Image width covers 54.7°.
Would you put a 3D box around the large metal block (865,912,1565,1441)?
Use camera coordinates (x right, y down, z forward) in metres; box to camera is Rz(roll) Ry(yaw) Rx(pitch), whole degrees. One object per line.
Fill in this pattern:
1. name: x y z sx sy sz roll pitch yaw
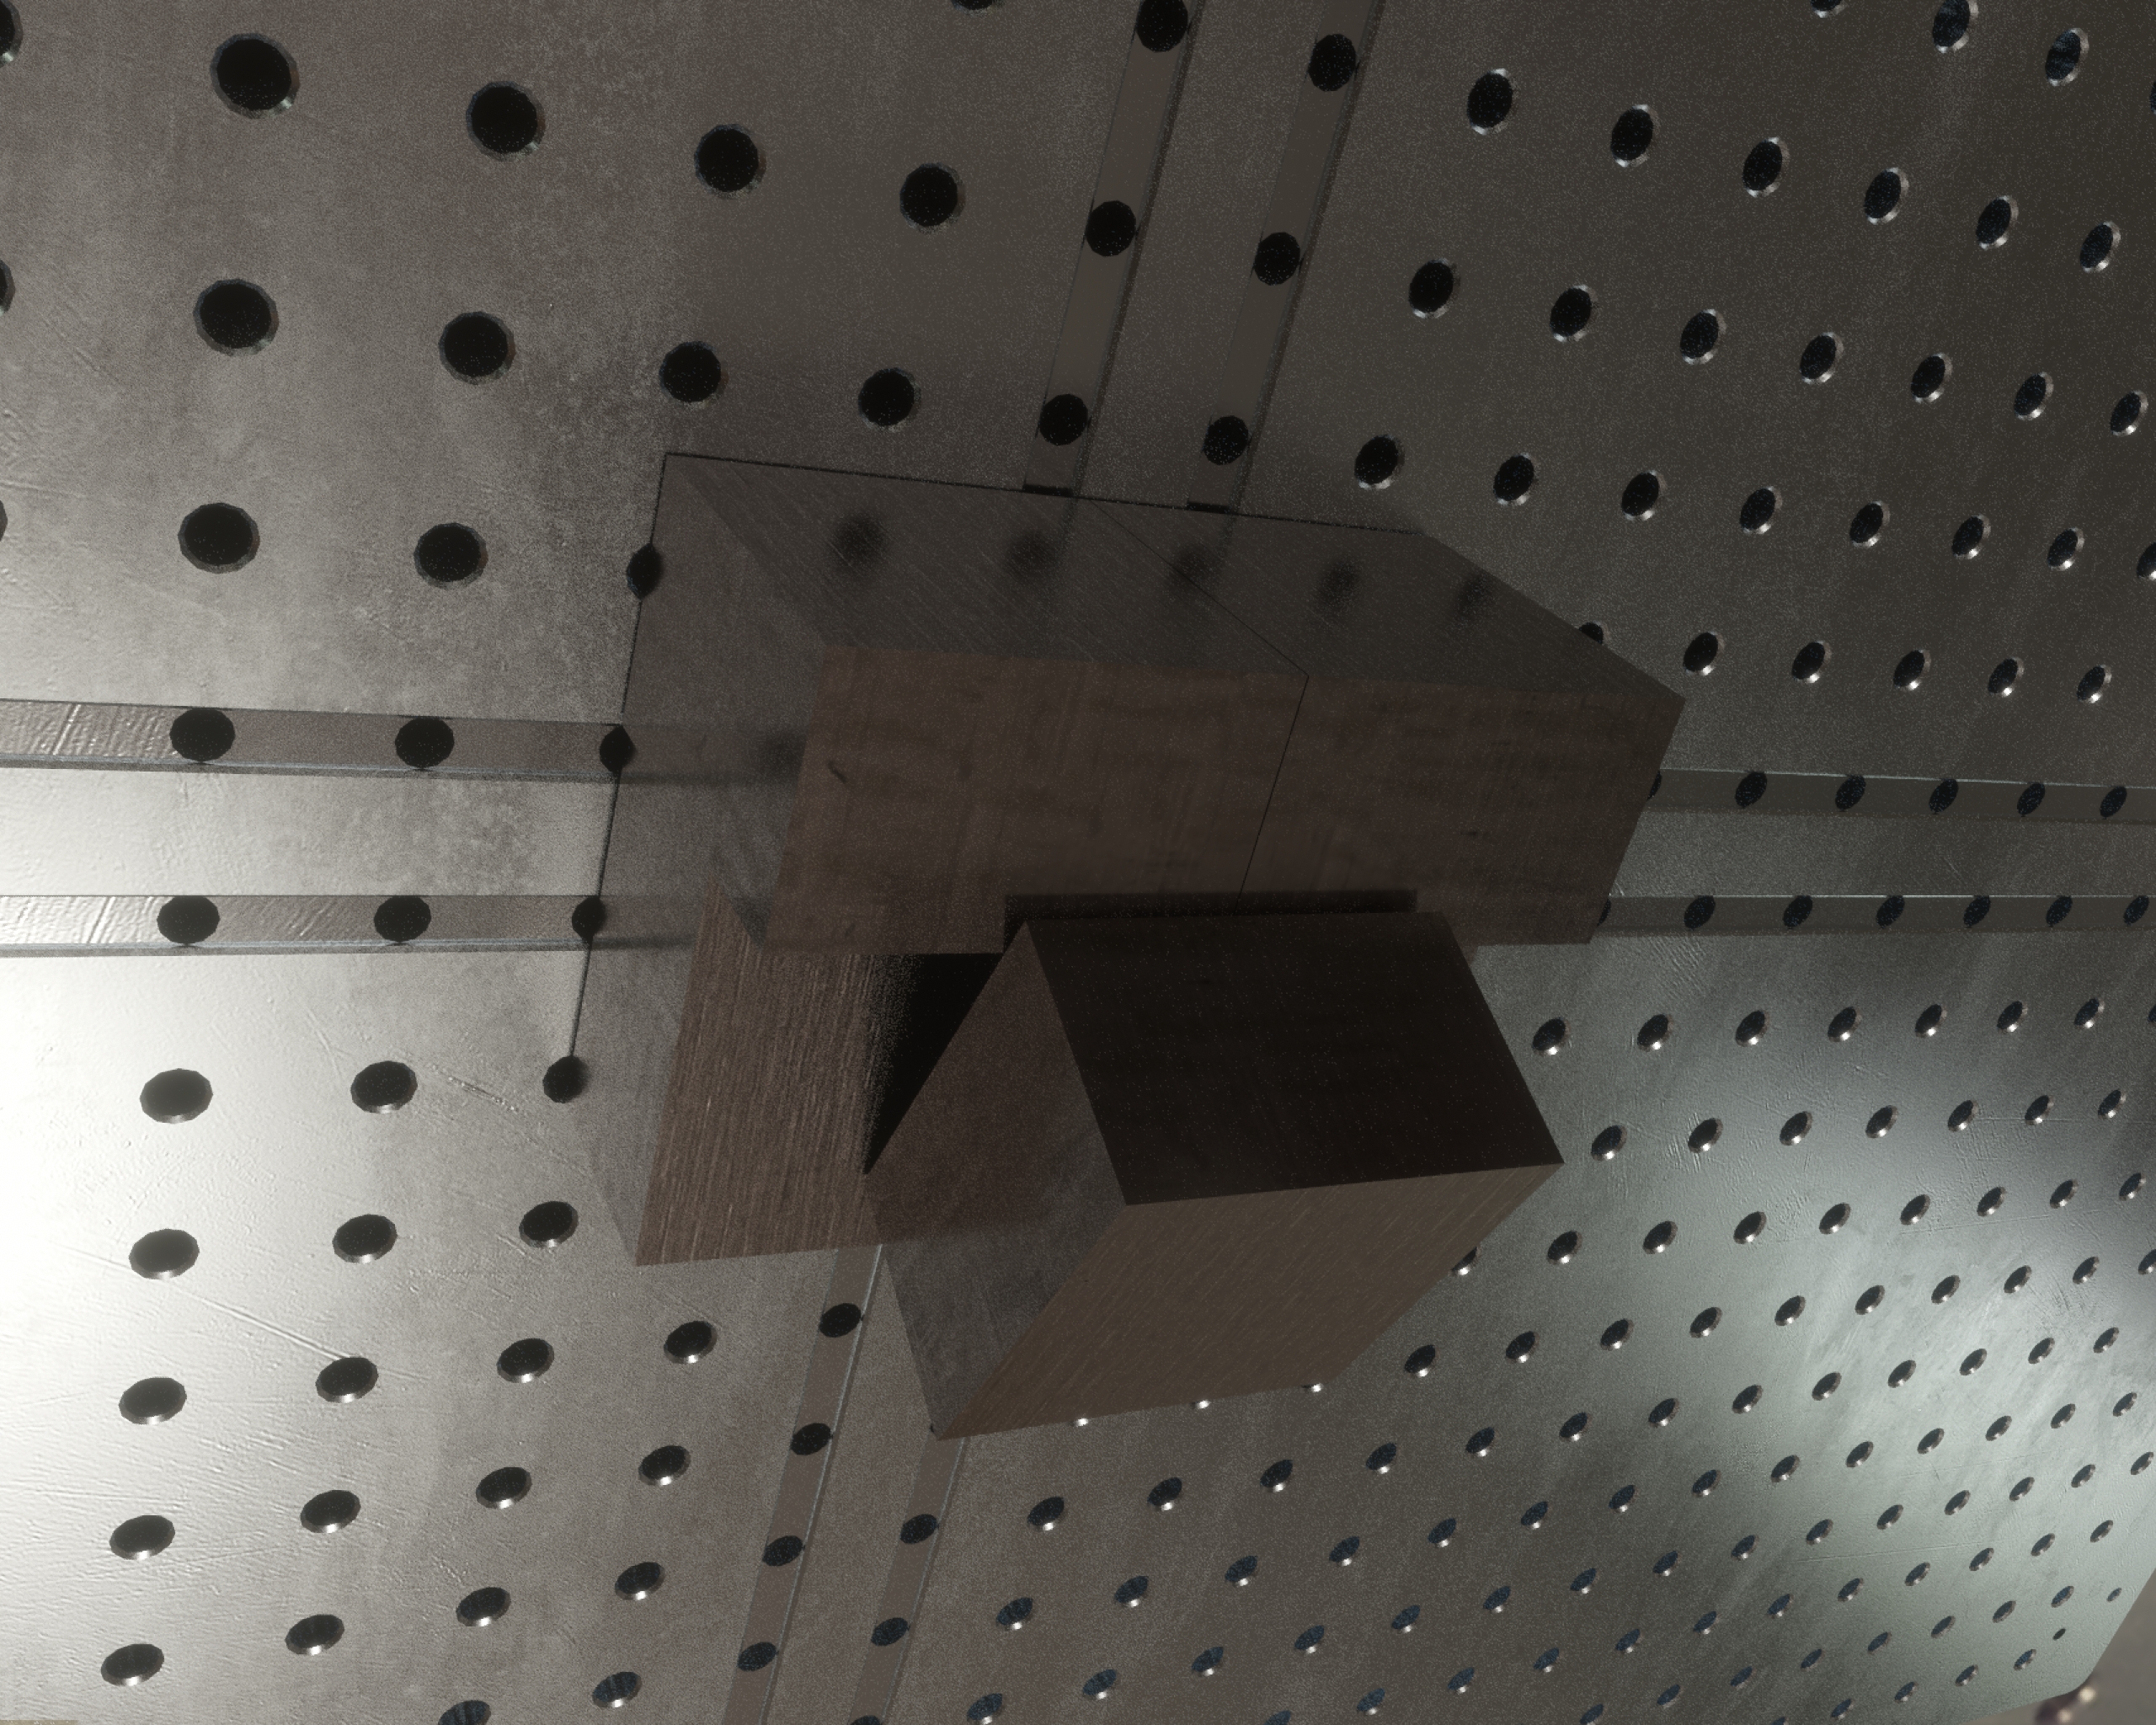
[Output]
1. large metal block: 0.020 0.053 0.353 0.081 0.050 0.079 0 142 -29

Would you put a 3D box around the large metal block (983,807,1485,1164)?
1. large metal block: 0.028 0.025 0.425 0.081 0.050 0.079 1 118 -29

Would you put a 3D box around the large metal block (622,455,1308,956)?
1. large metal block: -0.022 -0.027 0.347 0.081 0.080 0.050 1 118 -29

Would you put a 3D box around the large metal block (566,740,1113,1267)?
1. large metal block: -0.043 0.024 0.385 0.081 0.050 0.079 1 118 -29

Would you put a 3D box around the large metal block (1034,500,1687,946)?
1. large metal block: 0.048 -0.026 0.386 0.081 0.080 0.050 1 118 -29
